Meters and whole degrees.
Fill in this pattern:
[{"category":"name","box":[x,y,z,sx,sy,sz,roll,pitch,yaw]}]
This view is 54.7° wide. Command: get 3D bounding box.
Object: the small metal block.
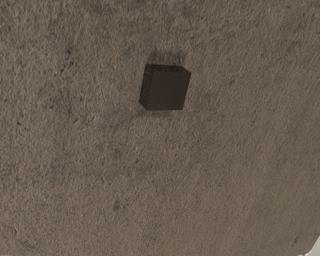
[{"category":"small metal block","box":[0.006,-0.050,0.381,0.050,0.025,0.050,-3,120,-28]}]
